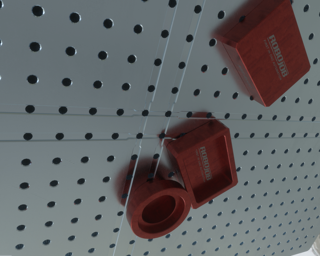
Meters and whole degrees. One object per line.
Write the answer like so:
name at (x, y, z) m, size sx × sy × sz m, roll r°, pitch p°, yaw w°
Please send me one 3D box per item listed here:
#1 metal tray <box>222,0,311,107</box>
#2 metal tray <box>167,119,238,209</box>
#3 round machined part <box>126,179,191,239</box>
metal tray at (0.152, -0.102, 0.431) m, size 0.090 × 0.030 × 0.130 m, roll -42°, pitch 130°, yaw 1°
metal tray at (0.070, 0.059, 0.485) m, size 0.091 × 0.030 × 0.129 m, roll -28°, pitch 128°, yaw -11°
round machined part at (-0.005, 0.118, 0.472) m, size 0.099 × 0.042 × 0.097 m, roll -14°, pitch 125°, yaw -21°
